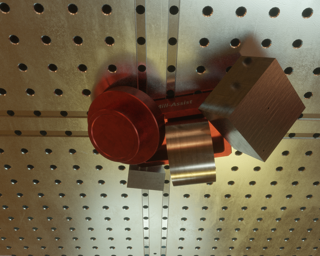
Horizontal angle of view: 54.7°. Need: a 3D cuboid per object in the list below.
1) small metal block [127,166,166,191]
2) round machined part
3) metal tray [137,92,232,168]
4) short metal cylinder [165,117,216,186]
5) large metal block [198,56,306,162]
[{"bbox_3d":[-0.020,0.069,0.446,0.050,0.050,0.025,6,96,-5],"label":"small metal block"},{"bbox_3d":[-0.047,0.002,0.372,0.098,0.042,0.097,10,117,20],"label":"round machined part"},{"bbox_3d":[0.025,0.004,0.409,0.131,0.030,0.090,-9,130,7],"label":"metal tray"},{"bbox_3d":[0.037,0.029,0.379,0.050,0.080,0.080,-7,130,5],"label":"short metal cylinder"},{"bbox_3d":[0.104,-0.022,0.347,0.080,0.050,0.080,-51,121,-8],"label":"large metal block"}]
